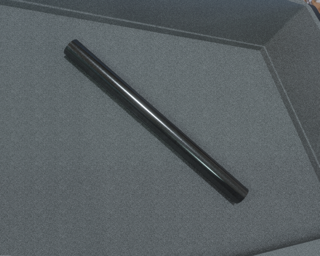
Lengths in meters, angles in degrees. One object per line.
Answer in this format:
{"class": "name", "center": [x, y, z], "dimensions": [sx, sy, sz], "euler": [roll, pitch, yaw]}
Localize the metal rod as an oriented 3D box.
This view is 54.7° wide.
{"class": "metal rod", "center": [-0.004, -0.008, 0.409], "dimensions": [0.300, 0.025, 0.025], "euler": [41, 51, 0]}
